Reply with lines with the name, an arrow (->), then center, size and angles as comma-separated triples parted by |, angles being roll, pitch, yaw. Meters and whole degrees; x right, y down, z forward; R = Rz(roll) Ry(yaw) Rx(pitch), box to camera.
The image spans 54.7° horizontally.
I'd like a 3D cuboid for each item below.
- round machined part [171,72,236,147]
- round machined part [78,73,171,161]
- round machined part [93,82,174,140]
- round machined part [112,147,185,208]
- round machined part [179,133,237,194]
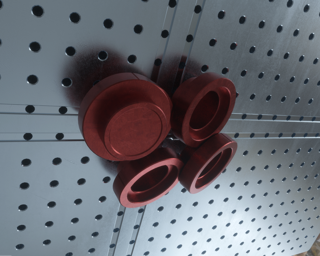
round machined part -> 0.050, -0.027, 0.401 | 0.099, 0.042, 0.097 | -28, 136, -30
round machined part -> -0.032, -0.005, 0.326 | 0.099, 0.042, 0.097 | -14, 125, -21
round machined part -> -0.036, -0.016, 0.371 | 0.099, 0.042, 0.097 | -14, 125, -21
round machined part -> -0.019, 0.060, 0.417 | 0.099, 0.042, 0.097 | -24, 144, -18
round machined part -> 0.063, 0.045, 0.449 | 0.099, 0.042, 0.097 | -35, 150, -24
